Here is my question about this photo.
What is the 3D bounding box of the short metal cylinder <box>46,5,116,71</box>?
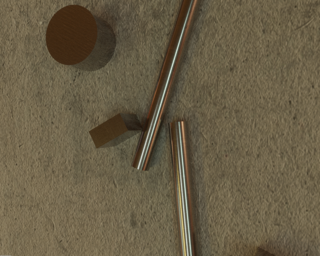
[{"bbox_3d":[-0.110,-0.123,0.433,0.080,0.050,0.079,0,90,19],"label":"short metal cylinder"}]

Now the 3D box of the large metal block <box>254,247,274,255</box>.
[{"bbox_3d":[0.132,0.198,0.349,0.080,0.050,0.080,24,98,18],"label":"large metal block"}]

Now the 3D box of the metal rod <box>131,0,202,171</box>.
[{"bbox_3d":[0.017,-0.089,0.402,0.025,0.025,0.298,19,96,18],"label":"metal rod"}]

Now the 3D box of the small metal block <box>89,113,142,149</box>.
[{"bbox_3d":[-0.057,0.004,0.415,0.050,0.050,0.025,-29,81,17],"label":"small metal block"}]

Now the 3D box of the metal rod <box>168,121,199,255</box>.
[{"bbox_3d":[0.036,0.141,0.395,0.025,0.025,0.298,-6,88,19],"label":"metal rod"}]
